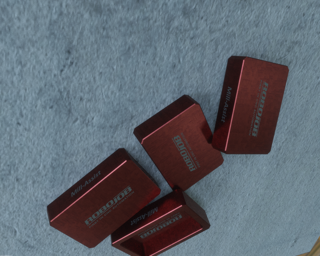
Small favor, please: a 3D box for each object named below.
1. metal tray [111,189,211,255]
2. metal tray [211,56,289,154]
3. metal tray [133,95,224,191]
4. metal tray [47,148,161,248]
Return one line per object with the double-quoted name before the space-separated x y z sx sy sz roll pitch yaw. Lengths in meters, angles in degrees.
"metal tray" 0.001 0.154 0.479 0.130 0.030 0.090 -32 131 12
"metal tray" 0.127 -0.029 0.435 0.091 0.030 0.129 3 101 -32
"metal tray" 0.031 0.028 0.440 0.090 0.030 0.130 -35 129 -6
"metal tray" -0.074 0.099 0.426 0.130 0.030 0.090 -39 130 -2
